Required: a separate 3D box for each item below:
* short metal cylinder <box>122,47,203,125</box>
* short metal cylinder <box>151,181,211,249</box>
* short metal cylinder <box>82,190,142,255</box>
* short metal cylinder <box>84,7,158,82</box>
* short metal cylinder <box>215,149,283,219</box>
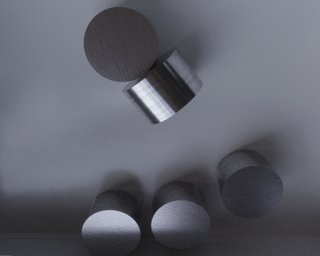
[{"bbox_3d":[0.003,-0.049,0.364,0.080,0.080,0.050,-37,106,12],"label":"short metal cylinder"},{"bbox_3d":[0.028,0.124,0.444,0.081,0.050,0.079,0,110,0],"label":"short metal cylinder"},{"bbox_3d":[-0.067,0.138,0.448,0.081,0.050,0.079,0,110,0],"label":"short metal cylinder"},{"bbox_3d":[-0.043,-0.098,0.361,0.081,0.050,0.079,0,110,0],"label":"short metal cylinder"},{"bbox_3d":[0.120,0.076,0.427,0.081,0.050,0.079,0,110,0],"label":"short metal cylinder"}]
